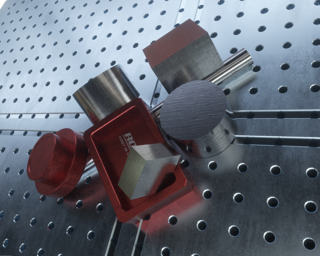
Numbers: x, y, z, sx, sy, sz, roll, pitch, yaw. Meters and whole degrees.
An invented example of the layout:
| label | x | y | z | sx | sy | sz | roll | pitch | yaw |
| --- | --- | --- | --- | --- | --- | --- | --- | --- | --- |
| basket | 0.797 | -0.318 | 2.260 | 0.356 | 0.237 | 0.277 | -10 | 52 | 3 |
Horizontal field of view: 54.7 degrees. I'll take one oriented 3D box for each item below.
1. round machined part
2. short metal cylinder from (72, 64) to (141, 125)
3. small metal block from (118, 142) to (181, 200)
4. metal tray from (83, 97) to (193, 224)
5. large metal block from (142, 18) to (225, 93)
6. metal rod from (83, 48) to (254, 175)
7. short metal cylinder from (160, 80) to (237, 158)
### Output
| label | x | y | z | sx | sy | sz | roll | pitch | yaw |
| --- | --- | --- | --- | --- | --- | --- | --- | --- | --- |
| round machined part | -0.147 | 0.045 | 0.431 | 0.098 | 0.042 | 0.098 | -22 | 54 | 35 |
| short metal cylinder | -0.074 | -0.046 | 0.433 | 0.080 | 0.050 | 0.080 | -33 | 8 | 6 |
| small metal block | -0.011 | 0.045 | 0.333 | 0.025 | 0.050 | 0.050 | 40 | 120 | 37 |
| metal tray | -0.030 | 0.038 | 0.379 | 0.090 | 0.030 | 0.130 | -33 | 64 | 7 |
| large metal block | 0.028 | -0.097 | 0.422 | 0.080 | 0.050 | 0.080 | -32 | 32 | 7 |
| metal rod | -0.010 | -0.013 | 0.424 | 0.300 | 0.025 | 0.025 | -33 | 52 | 7 |
| short metal cylinder | 0.047 | -0.010 | 0.373 | 0.080 | 0.050 | 0.080 | -13 | 56 | 21 |
